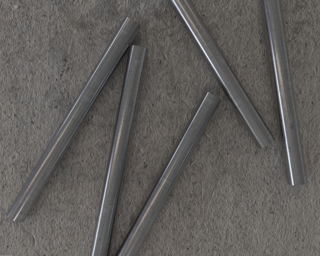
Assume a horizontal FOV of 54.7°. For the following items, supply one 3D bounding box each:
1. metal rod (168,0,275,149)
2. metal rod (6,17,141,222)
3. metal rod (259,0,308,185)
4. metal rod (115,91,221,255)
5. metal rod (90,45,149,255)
[{"bbox_3d":[0.063,-0.107,0.410,0.025,0.025,0.299,-31,90,0],"label":"metal rod"},{"bbox_3d":[-0.113,-0.011,0.408,0.025,0.025,0.299,31,90,0],"label":"metal rod"},{"bbox_3d":[0.160,-0.074,0.410,0.025,0.025,0.298,-9,90,0],"label":"metal rod"},{"bbox_3d":[-0.002,0.089,0.409,0.025,0.025,0.299,29,90,0],"label":"metal rod"},{"bbox_3d":[-0.056,0.041,0.409,0.025,0.025,0.298,11,90,0],"label":"metal rod"}]
